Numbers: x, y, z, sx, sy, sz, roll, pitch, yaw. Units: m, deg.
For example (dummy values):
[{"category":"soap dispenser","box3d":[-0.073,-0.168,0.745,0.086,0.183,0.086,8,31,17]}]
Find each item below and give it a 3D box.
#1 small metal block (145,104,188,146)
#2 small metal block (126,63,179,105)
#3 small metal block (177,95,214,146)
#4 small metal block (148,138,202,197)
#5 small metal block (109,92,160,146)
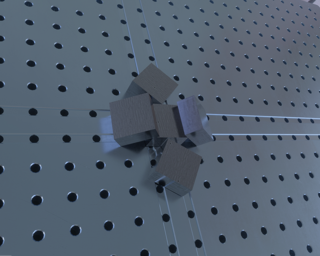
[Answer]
[{"category":"small metal block","box3d":[0.004,-0.004,0.412,0.050,0.025,0.050,1,60,-28]},{"category":"small metal block","box3d":[-0.010,-0.056,0.437,0.050,0.025,0.050,39,50,-1]},{"category":"small metal block","box3d":[0.048,-0.009,0.422,0.050,0.025,0.050,39,34,-58]},{"category":"small metal block","box3d":[0.019,0.049,0.387,0.050,0.025,0.050,29,53,-8]},{"category":"small metal block","box3d":[-0.032,-0.010,0.381,0.050,0.025,0.050,-14,65,5]}]
